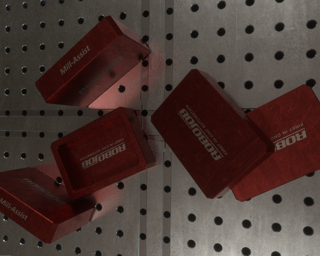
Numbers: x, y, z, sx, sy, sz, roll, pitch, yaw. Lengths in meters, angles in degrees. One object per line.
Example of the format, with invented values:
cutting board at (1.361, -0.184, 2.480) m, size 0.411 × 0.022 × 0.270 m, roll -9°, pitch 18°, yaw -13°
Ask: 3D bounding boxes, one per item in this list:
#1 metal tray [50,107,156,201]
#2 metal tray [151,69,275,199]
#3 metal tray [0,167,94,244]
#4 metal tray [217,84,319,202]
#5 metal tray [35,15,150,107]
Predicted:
metal tray at (-0.083, 0.037, 0.437) m, size 0.130 × 0.030 × 0.090 m, roll -26°, pitch 82°, yaw 17°
metal tray at (0.056, 0.005, 0.366) m, size 0.090 × 0.030 × 0.130 m, roll -48°, pitch 62°, yaw 24°
metal tray at (-0.171, 0.102, 0.436) m, size 0.130 × 0.090 × 0.030 m, roll 26°, pitch 99°, yaw 18°
metal tray at (0.132, 0.019, 0.364) m, size 0.130 × 0.030 × 0.090 m, roll -29°, pitch 81°, yaw 17°
metal tray at (-0.085, -0.080, 0.406) m, size 0.130 × 0.090 × 0.030 m, roll -37°, pitch 79°, yaw 16°
